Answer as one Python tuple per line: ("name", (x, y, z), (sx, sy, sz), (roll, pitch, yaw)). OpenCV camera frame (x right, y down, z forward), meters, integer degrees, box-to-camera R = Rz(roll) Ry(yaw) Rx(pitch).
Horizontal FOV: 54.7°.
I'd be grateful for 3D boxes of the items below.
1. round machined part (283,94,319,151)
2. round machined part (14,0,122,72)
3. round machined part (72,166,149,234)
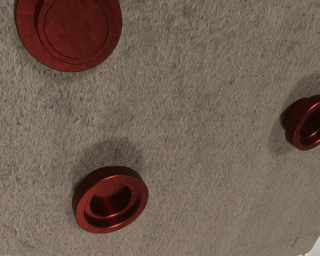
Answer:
("round machined part", (0.252, -0.013, 0.529), (0.099, 0.042, 0.097), (-14, 125, -21))
("round machined part", (-0.082, -0.098, 0.291), (0.099, 0.042, 0.097), (-14, 125, -21))
("round machined part", (-0.068, 0.090, 0.416), (0.099, 0.042, 0.097), (-14, 125, -21))
